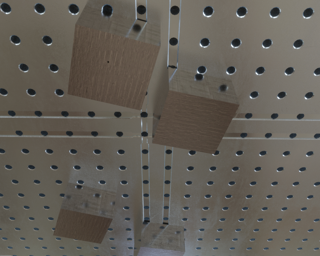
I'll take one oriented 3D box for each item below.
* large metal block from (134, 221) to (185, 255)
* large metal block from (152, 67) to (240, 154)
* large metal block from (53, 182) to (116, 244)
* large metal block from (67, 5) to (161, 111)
[{"bbox_3d":[-0.003,0.226,0.587,0.080,0.050,0.079,10,130,-9],"label":"large metal block"},{"bbox_3d":[0.039,-0.020,0.379,0.080,0.050,0.079,11,129,-9],"label":"large metal block"},{"bbox_3d":[-0.125,0.143,0.516,0.080,0.050,0.080,16,128,-13],"label":"large metal block"},{"bbox_3d":[-0.049,-0.073,0.333,0.080,0.050,0.079,12,129,-10],"label":"large metal block"}]
